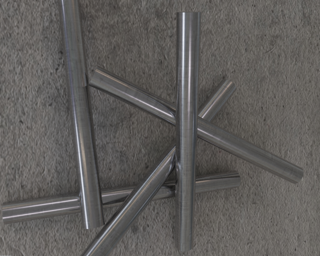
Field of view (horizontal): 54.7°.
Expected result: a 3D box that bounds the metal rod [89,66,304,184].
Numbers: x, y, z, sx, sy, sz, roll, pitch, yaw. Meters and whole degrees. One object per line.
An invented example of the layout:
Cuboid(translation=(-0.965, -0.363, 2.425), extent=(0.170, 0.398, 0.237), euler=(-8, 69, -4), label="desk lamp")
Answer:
Cuboid(translation=(0.056, 0.003, 0.389), extent=(0.301, 0.025, 0.025), euler=(25, 82, -14), label="metal rod")

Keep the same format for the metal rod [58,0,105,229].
Cuboid(translation=(-0.094, -0.037, 0.359), extent=(0.025, 0.025, 0.298), euler=(-6, 87, -20), label="metal rod")

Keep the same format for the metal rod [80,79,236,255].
Cuboid(translation=(0.008, 0.046, 0.391), extent=(0.025, 0.025, 0.301), euler=(46, 68, -14), label="metal rod")

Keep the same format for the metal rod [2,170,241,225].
Cuboid(translation=(-0.032, 0.084, 0.397), extent=(0.303, 0.025, 0.025), euler=(-4, 92, -20), label="metal rod")

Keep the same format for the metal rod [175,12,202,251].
Cuboid(translation=(0.031, 0.022, 0.366), extent=(0.025, 0.025, 0.298), euler=(-9, 114, -20), label="metal rod")
